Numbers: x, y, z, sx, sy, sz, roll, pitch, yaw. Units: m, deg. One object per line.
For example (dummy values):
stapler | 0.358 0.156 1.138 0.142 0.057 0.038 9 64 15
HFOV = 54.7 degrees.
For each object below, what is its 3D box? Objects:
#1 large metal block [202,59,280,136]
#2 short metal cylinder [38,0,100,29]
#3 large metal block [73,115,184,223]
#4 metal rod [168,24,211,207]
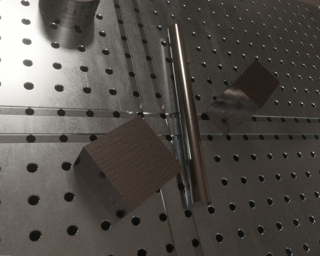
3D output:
large metal block | 0.122 -0.046 0.469 0.050 0.080 0.080 45 51 2
short metal cylinder | -0.127 -0.190 0.440 0.081 0.050 0.080 14 56 -21
large metal block | -0.035 0.044 0.348 0.081 0.050 0.080 -33 80 -38
metal rod | 0.038 -0.037 0.452 0.025 0.025 0.299 9 58 -24
